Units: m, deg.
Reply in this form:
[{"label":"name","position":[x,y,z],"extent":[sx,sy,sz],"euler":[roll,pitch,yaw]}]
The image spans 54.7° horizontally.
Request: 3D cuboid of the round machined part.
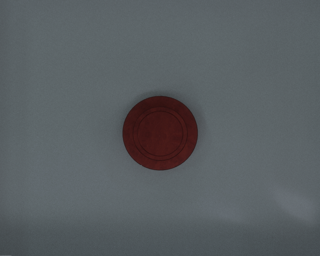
[{"label":"round machined part","position":[0.000,0.007,0.403],"extent":[0.099,0.042,0.097],"euler":[0,90,0]}]
